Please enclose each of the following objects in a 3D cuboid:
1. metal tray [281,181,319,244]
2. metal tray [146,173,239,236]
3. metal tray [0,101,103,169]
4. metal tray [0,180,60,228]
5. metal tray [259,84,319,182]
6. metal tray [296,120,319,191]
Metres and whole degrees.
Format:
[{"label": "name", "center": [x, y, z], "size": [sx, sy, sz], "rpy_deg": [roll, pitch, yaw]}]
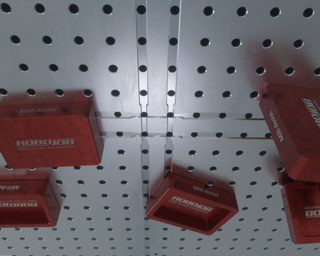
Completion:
[{"label": "metal tray", "center": [0.263, 0.126, 0.475], "size": [0.131, 0.090, 0.030], "rpy_deg": [-6, 158, 5]}, {"label": "metal tray", "center": [0.053, 0.131, 0.519], "size": [0.131, 0.030, 0.089], "rpy_deg": [21, 127, -18]}, {"label": "metal tray", "center": [-0.150, 0.012, 0.417], "size": [0.131, 0.030, 0.090], "rpy_deg": [-3, 130, 2]}, {"label": "metal tray", "center": [-0.243, 0.128, 0.514], "size": [0.131, 0.030, 0.089], "rpy_deg": [-1, 130, 0]}, {"label": "metal tray", "center": [0.173, 0.002, 0.346], "size": [0.091, 0.130, 0.030], "rpy_deg": [5, 130, -5]}, {"label": "metal tray", "center": [0.210, 0.045, 0.401], "size": [0.030, 0.090, 0.130], "rpy_deg": [-23, 132, 19]}]
